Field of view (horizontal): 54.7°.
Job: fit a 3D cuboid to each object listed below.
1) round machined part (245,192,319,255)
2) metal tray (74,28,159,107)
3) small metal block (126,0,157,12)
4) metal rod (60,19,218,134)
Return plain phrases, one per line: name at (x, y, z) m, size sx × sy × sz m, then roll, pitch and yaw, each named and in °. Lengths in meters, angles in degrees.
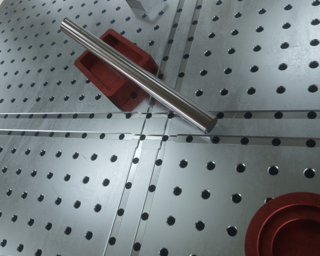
round machined part at (0.126, 0.108, 0.264) m, size 0.098 × 0.042 × 0.098 m, roll -13°, pitch 56°, yaw 20°
metal tray at (-0.074, -0.102, 0.504) m, size 0.090 × 0.030 × 0.130 m, roll -45°, pitch 51°, yaw -3°
small metal block at (-0.031, -0.248, 0.575) m, size 0.050 × 0.025 × 0.050 m, roll 33°, pitch 80°, yaw 38°
metal rod at (-0.045, -0.085, 0.442) m, size 0.300 × 0.025 × 0.025 m, roll 37°, pitch 83°, yaw 26°
